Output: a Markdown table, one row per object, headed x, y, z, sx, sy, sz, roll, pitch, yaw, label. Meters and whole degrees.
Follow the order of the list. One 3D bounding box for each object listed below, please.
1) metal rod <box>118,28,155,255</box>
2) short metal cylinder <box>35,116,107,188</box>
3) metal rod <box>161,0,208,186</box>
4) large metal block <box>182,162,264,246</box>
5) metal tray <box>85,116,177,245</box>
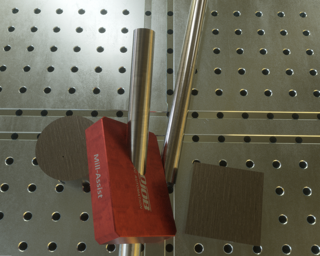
| x | y | z | sx | sy | sz | roll | pitch | yaw | label |
| --- | --- | --- | --- | --- | --- | --- | --- | --- | --- |
| -0.027 | 0.038 | 0.351 | 0.025 | 0.025 | 0.298 | 4 | 88 | 1 | metal rod |
| -0.105 | 0.031 | 0.386 | 0.081 | 0.050 | 0.080 | 0 | 70 | 0 | short metal cylinder |
| 0.036 | -0.069 | 0.437 | 0.025 | 0.025 | 0.299 | 10 | 70 | 4 | metal rod |
| 0.073 | 0.090 | 0.366 | 0.080 | 0.050 | 0.080 | 9 | 70 | 3 | large metal block |
| -0.033 | 0.058 | 0.346 | 0.030 | 0.090 | 0.130 | -31 | 57 | 31 | metal tray |
